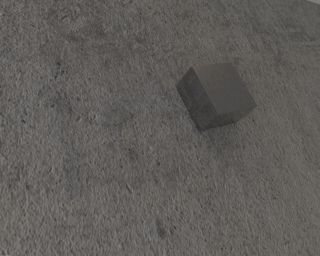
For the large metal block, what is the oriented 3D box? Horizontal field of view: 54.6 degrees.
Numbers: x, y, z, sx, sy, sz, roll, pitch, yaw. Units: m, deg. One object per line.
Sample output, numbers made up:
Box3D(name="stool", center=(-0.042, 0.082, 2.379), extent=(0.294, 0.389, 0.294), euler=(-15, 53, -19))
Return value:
Box3D(name="large metal block", center=(0.083, -0.048, 0.461), extent=(0.081, 0.050, 0.080), euler=(-12, 68, -33))
